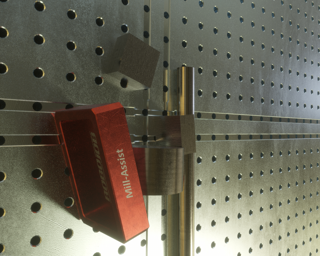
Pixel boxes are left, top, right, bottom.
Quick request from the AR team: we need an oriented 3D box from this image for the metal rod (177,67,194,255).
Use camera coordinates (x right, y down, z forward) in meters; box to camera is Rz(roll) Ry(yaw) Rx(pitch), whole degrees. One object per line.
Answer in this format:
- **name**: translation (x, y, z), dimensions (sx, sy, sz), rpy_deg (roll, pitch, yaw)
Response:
- **metal rod**: translation (0.037, 0.064, 0.442), dimensions (0.025, 0.025, 0.298), rpy_deg (0, 90, -40)

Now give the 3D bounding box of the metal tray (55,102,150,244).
- **metal tray**: translation (-0.061, 0.042, 0.316), dimensions (0.030, 0.090, 0.129), rpy_deg (-19, 102, -39)

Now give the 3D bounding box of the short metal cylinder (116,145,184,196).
- **short metal cylinder**: translation (-0.012, 0.047, 0.365), dimensions (0.081, 0.080, 0.050), rpy_deg (3, 88, -40)

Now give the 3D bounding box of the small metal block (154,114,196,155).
- **small metal block**: translation (0.020, 0.008, 0.412), dimensions (0.025, 0.050, 0.050), rpy_deg (-7, 95, -40)

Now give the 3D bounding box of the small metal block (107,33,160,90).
- **small metal block**: translation (-0.032, -0.081, 0.384), dimensions (0.050, 0.025, 0.050), rpy_deg (23, 75, -38)
